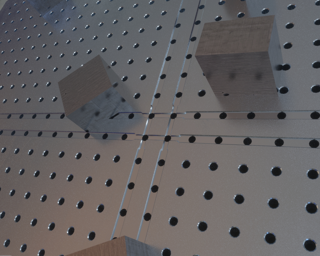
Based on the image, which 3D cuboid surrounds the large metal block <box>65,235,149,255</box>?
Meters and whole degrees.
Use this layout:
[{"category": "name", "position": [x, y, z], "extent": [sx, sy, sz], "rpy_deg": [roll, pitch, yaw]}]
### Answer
[{"category": "large metal block", "position": [-0.054, 0.167, 0.319], "extent": [0.080, 0.050, 0.080], "rpy_deg": [-23, 53, 14]}]

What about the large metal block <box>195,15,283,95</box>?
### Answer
[{"category": "large metal block", "position": [0.098, -0.083, 0.373], "extent": [0.080, 0.080, 0.050], "rpy_deg": [4, 64, 30]}]

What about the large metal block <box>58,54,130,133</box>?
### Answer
[{"category": "large metal block", "position": [-0.104, -0.054, 0.481], "extent": [0.080, 0.050, 0.080], "rpy_deg": [-32, 52, 7]}]

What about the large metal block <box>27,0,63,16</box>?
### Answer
[{"category": "large metal block", "position": [-0.276, -0.327, 0.740], "extent": [0.080, 0.050, 0.080], "rpy_deg": [-37, 51, 3]}]
